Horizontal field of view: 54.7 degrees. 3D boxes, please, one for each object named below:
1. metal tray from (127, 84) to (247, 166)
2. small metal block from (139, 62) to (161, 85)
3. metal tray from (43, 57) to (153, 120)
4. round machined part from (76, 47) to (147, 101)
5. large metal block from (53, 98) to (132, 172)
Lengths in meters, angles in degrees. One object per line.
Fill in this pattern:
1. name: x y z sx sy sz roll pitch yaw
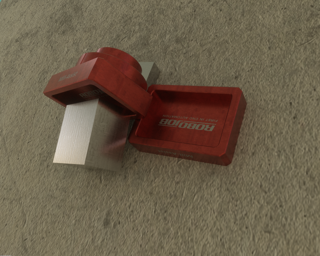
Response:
1. metal tray: 0.033 -0.008 0.389 0.130 0.030 0.090 7 65 30
2. small metal block: -0.033 -0.072 0.466 0.050 0.025 0.050 7 65 31
3. metal tray: -0.085 -0.043 0.411 0.130 0.090 0.030 -4 59 47
4. round machined part: -0.063 -0.072 0.420 0.098 0.098 0.042 6 65 30
5. large metal block: -0.089 0.012 0.403 0.080 0.050 0.080 -4 71 46
